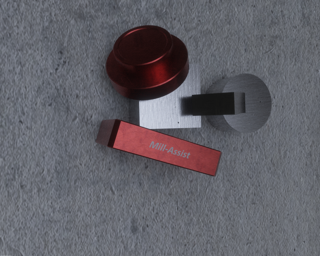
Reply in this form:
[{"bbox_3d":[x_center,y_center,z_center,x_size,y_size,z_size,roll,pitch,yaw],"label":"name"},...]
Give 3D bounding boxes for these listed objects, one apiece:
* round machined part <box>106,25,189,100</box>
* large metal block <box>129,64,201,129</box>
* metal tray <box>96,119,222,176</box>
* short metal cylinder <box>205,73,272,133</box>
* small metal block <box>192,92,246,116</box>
[{"bbox_3d":[-0.017,-0.083,0.365,0.098,0.098,0.042,-38,147,-16],"label":"round machined part"},{"bbox_3d":[0.005,-0.040,0.400,0.081,0.050,0.080,-2,91,-20],"label":"large metal block"},{"bbox_3d":[-0.004,0.023,0.374,0.131,0.090,0.030,18,85,-19],"label":"metal tray"},{"bbox_3d":[0.108,-0.033,0.438,0.081,0.050,0.080,0,90,-20],"label":"short metal cylinder"},{"bbox_3d":[0.072,-0.029,0.375,0.050,0.050,0.025,-10,98,-61],"label":"small metal block"}]
